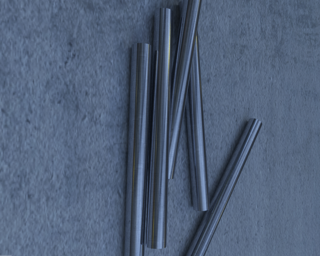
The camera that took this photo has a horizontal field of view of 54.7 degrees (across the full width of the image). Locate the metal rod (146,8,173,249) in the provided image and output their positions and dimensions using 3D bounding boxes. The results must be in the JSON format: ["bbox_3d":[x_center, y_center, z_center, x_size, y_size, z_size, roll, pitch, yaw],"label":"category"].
[{"bbox_3d":[0.000,-0.005,0.392,0.025,0.025,0.298,8,81,-40],"label":"metal rod"}]

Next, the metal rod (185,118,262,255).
[{"bbox_3d":[0.098,0.108,0.489,0.025,0.025,0.300,46,62,-31],"label":"metal rod"}]

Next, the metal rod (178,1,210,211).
[{"bbox_3d":[0.050,-0.029,0.448,0.025,0.025,0.298,-8,95,-40],"label":"metal rod"}]

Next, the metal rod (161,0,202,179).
[{"bbox_3d":[0.029,-0.082,0.413,0.025,0.025,0.298,9,90,-40],"label":"metal rod"}]

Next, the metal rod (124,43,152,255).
[{"bbox_3d":[-0.028,0.046,0.383,0.025,0.025,0.298,3,88,-40],"label":"metal rod"}]
